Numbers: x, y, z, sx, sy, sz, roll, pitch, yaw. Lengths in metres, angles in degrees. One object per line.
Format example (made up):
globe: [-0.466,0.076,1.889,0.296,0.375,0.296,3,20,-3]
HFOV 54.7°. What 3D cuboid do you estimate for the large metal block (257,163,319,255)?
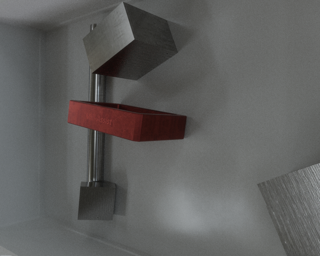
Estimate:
large metal block: [0.143,0.070,0.259,0.080,0.050,0.080,-38,66,51]

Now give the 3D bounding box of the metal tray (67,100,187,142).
metal tray: [-0.044,-0.011,0.398,0.130,0.091,0.030,13,98,39]

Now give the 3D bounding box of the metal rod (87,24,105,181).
metal rod: [-0.100,-0.010,0.486,0.025,0.025,0.298,3,92,39]

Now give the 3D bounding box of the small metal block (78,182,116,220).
small metal block: [-0.095,0.109,0.463,0.025,0.050,0.050,-153,68,-77]

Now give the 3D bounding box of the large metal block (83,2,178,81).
large metal block: [-0.038,-0.106,0.400,0.080,0.081,0.050,-27,73,36]
